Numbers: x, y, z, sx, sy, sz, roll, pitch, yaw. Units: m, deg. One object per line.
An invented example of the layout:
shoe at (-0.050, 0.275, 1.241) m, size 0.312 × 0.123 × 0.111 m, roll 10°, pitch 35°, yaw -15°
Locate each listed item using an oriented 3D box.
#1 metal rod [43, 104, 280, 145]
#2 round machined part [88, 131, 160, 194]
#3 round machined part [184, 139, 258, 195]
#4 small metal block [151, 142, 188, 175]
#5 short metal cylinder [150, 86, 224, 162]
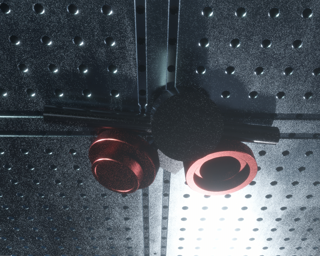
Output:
metal rod at (0.006, -0.004, 0.404) m, size 0.302 × 0.025 × 0.025 m, roll 5°, pitch 130°, yaw -5°
round machined part at (-0.053, 0.052, 0.423) m, size 0.098 × 0.042 × 0.097 m, roll 12°, pitch 133°, yaw 13°
round machined part at (0.083, 0.049, 0.436) m, size 0.099 × 0.042 × 0.097 m, roll -2°, pitch 133°, yaw -2°
small metal block at (0.016, 0.033, 0.435) m, size 0.050 × 0.025 × 0.050 m, roll 29°, pitch 124°, yaw -23°
short metal cylinder at (0.029, -0.006, 0.366) m, size 0.081 × 0.050 × 0.079 m, roll -1°, pitch 105°, yaw -3°
